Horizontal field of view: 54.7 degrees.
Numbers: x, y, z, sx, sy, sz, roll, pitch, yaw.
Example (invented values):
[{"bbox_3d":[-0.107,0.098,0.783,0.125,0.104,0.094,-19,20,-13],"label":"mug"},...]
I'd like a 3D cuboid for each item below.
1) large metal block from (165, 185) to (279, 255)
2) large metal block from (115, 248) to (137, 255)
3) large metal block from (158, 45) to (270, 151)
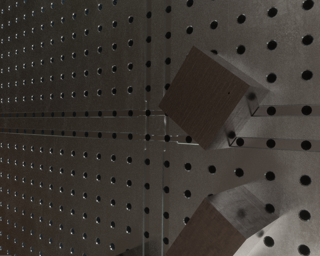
[{"bbox_3d":[0.065,0.111,0.319,0.050,0.081,0.080,43,116,31],"label":"large metal block"},{"bbox_3d":[-0.060,0.233,0.440,0.080,0.050,0.080,-46,63,30],"label":"large metal block"},{"bbox_3d":[0.057,-0.033,0.345,0.080,0.050,0.080,45,117,30],"label":"large metal block"}]
